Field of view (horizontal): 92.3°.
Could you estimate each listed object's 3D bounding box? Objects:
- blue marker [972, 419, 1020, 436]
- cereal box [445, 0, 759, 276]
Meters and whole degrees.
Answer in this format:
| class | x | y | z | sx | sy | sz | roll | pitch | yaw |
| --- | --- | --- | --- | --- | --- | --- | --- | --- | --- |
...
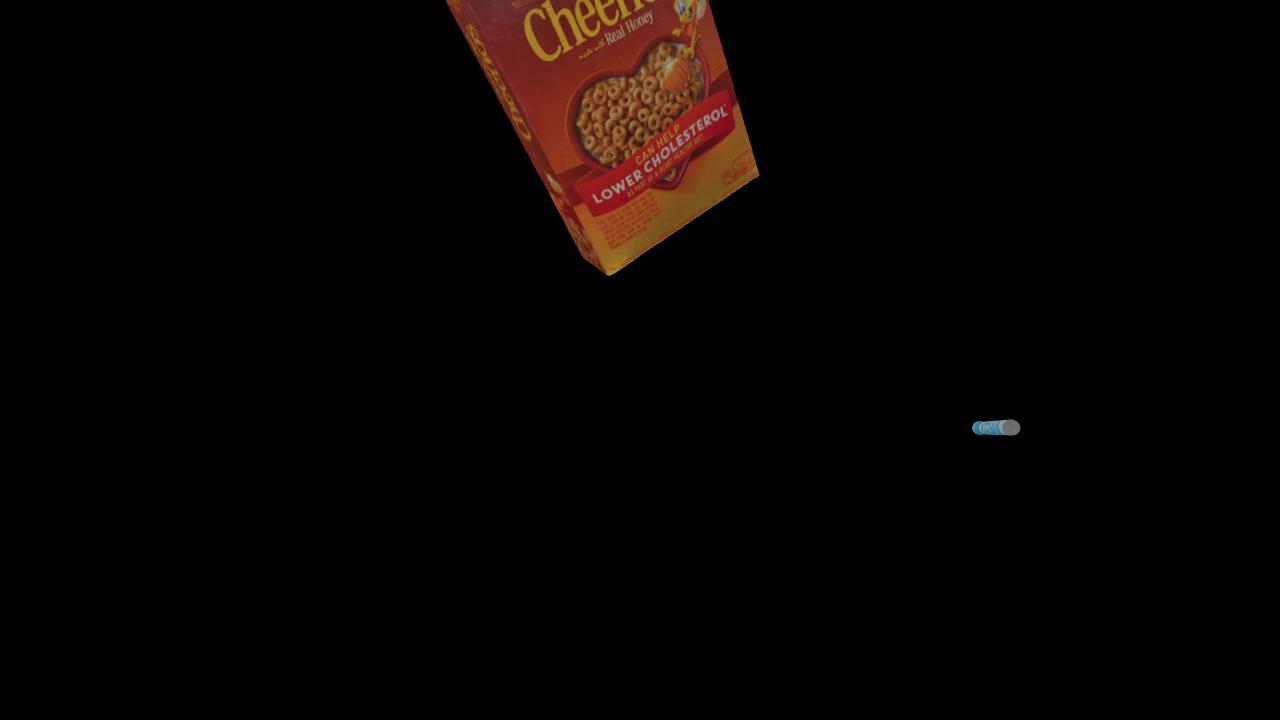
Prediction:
| class | x | y | z | sx | sy | sz | roll | pitch | yaw |
| --- | --- | --- | --- | --- | --- | --- | --- | --- | --- |
| blue marker | 0.443 | 0.085 | 0.770 | 0.020 | 0.020 | 0.121 | 0 | -7 | 12 |
| cereal box | -0.024 | -0.259 | 0.569 | 0.203 | 0.306 | 0.081 | -35 | 38 | -10 |
